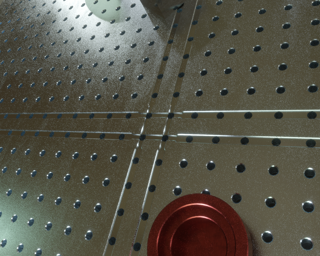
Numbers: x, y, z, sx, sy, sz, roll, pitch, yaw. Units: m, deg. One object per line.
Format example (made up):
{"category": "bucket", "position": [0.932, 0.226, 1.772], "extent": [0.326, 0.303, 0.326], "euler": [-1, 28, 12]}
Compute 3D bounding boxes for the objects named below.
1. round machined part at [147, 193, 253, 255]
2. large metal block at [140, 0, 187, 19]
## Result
{"category": "round machined part", "position": [0.041, 0.118, 0.303], "extent": [0.098, 0.042, 0.098], "euler": [-13, 56, 20]}
{"category": "large metal block", "position": [0.007, -0.249, 0.539], "extent": [0.080, 0.050, 0.080], "euler": [-42, 51, -1]}
